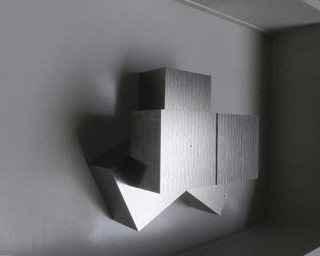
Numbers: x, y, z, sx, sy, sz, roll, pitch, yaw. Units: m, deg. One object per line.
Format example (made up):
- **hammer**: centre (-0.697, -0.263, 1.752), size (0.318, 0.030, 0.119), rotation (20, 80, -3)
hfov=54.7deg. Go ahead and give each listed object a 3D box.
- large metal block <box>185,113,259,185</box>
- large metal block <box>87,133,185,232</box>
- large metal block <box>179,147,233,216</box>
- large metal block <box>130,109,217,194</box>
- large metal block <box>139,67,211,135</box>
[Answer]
- **large metal block**: centre (0.078, 0.024, 0.387), size (0.081, 0.050, 0.080), rotation (1, 90, -40)
- **large metal block**: centre (-0.025, 0.059, 0.367), size (0.081, 0.050, 0.080), rotation (-33, 111, -35)
- **large metal block**: centre (0.058, 0.064, 0.435), size (0.080, 0.050, 0.080), rotation (41, 65, -32)
- **large metal block**: centre (0.015, 0.022, 0.336), size (0.081, 0.050, 0.080), rotation (1, 90, -40)
- **large metal block**: centre (0.021, -0.031, 0.405), size (0.081, 0.050, 0.080), rotation (2, 89, -40)
